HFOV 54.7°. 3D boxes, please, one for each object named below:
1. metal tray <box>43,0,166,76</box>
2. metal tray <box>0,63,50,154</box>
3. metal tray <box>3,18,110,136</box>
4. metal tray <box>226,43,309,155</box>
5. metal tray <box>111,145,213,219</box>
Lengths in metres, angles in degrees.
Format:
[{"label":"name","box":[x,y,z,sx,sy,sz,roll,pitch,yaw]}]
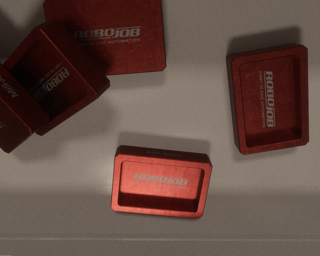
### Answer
[{"label":"metal tray","box":[-0.061,-0.110,0.367,0.131,0.030,0.089,-5,110,1]},{"label":"metal tray","box":[-0.201,-0.037,0.364,0.090,0.030,0.130,-28,107,43]},{"label":"metal tray","box":[-0.131,-0.051,0.357,0.130,0.030,0.090,-26,111,38]},{"label":"metal tray","box":[0.139,-0.035,0.397,0.091,0.030,0.129,-10,110,3]},{"label":"metal tray","box":[0.001,0.077,0.436,0.131,0.030,0.089,6,110,-3]}]
